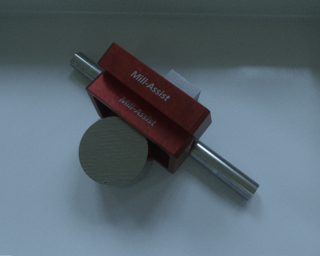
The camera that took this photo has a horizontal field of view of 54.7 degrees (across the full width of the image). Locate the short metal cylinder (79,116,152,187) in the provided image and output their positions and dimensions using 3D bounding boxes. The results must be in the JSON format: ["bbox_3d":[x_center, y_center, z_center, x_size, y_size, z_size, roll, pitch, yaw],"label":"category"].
[{"bbox_3d":[-0.051,0.031,0.377,0.080,0.050,0.080,-1,77,5],"label":"short metal cylinder"}]

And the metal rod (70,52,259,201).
[{"bbox_3d":[-0.002,-0.009,0.413,0.300,0.025,0.025,37,74,12],"label":"metal rod"}]

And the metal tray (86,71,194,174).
[{"bbox_3d":[-0.024,-0.003,0.375,0.130,0.090,0.030,37,74,12],"label":"metal tray"}]

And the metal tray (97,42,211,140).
[{"bbox_3d":[-0.002,-0.039,0.361,0.130,0.090,0.030,37,91,12],"label":"metal tray"}]

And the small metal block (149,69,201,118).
[{"bbox_3d":[0.019,-0.044,0.424,0.050,0.025,0.050,39,74,12],"label":"small metal block"}]
